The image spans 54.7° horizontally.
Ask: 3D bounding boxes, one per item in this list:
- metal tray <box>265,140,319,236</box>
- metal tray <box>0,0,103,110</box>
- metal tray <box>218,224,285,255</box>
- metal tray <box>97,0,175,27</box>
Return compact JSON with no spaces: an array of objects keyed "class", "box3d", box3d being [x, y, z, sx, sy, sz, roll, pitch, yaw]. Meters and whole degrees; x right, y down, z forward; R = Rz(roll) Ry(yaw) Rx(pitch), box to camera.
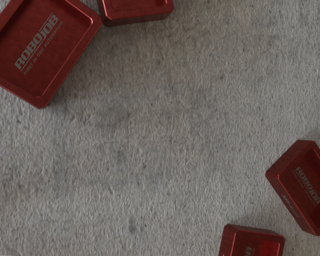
[{"class":"metal tray","box3d":[0.238,0.095,0.496,0.090,0.030,0.130,-40,103,-16]},{"class":"metal tray","box3d":[-0.138,-0.098,0.355,0.090,0.030,0.130,34,79,-17]},{"class":"metal tray","box3d":[0.128,0.214,0.455,0.091,0.030,0.129,14,85,-20]},{"class":"metal tray","box3d":[-0.041,-0.201,0.391,0.091,0.030,0.129,-15,95,-20]}]
